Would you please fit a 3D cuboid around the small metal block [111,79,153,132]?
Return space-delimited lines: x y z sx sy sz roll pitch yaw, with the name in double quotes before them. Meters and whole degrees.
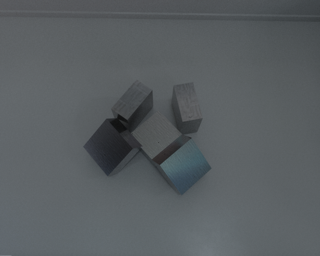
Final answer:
"small metal block" -0.034 -0.027 0.403 0.025 0.050 0.050 35 74 12

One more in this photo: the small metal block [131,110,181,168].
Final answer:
"small metal block" -0.004 0.014 0.402 0.050 0.025 0.050 -40 75 -14

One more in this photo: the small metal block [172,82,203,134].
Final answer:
"small metal block" 0.034 -0.024 0.403 0.025 0.050 0.050 -10 70 -5

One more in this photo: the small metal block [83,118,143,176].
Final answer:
"small metal block" -0.059 0.023 0.386 0.050 0.025 0.050 47 109 14

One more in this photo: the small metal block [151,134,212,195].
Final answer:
"small metal block" 0.027 0.044 0.378 0.050 0.025 0.050 -39 112 -14
